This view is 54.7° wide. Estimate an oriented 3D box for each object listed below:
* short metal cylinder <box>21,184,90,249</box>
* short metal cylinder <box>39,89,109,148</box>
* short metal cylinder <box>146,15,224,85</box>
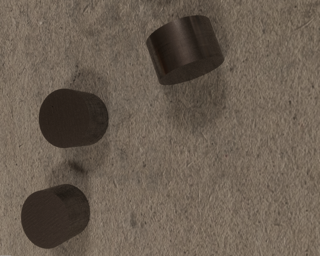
[{"bbox_3d":[-0.150,0.125,0.447,0.080,0.050,0.079,0,90,19],"label":"short metal cylinder"},{"bbox_3d":[-0.121,-0.013,0.437,0.080,0.050,0.079,0,90,19],"label":"short metal cylinder"},{"bbox_3d":[0.029,-0.090,0.369,0.080,0.080,0.050,-20,84,18],"label":"short metal cylinder"}]
